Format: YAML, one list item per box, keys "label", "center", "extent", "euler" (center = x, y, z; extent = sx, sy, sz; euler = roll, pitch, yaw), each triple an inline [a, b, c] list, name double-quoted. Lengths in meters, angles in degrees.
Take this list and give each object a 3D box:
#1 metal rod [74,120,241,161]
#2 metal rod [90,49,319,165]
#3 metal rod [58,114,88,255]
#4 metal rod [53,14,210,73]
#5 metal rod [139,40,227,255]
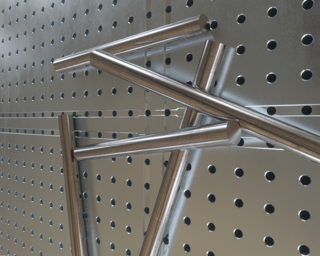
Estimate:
- label: "metal rod"
  center: [-0.030, 0.023, 0.408]
  extent: [0.299, 0.025, 0.025]
  euler: [-11, 83, 46]
- label: "metal rod"
  center: [0.038, -0.033, 0.344]
  extent: [0.300, 0.025, 0.025]
  euler: [26, 107, 26]
- label: "metal rod"
  center: [-0.145, 0.125, 0.526]
  extent: [0.025, 0.025, 0.298]
  euler: [-13, 82, 39]
- label: "metal rod"
  center: [-0.064, -0.116, 0.459]
  extent: [0.300, 0.025, 0.025]
  euler: [-3, 88, 39]
- label: "metal rod"
  center: [0.023, 0.042, 0.388]
  extent: [0.025, 0.025, 0.298]
  euler: [26, 106, 36]
